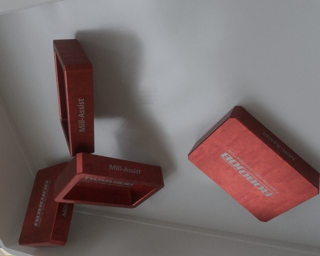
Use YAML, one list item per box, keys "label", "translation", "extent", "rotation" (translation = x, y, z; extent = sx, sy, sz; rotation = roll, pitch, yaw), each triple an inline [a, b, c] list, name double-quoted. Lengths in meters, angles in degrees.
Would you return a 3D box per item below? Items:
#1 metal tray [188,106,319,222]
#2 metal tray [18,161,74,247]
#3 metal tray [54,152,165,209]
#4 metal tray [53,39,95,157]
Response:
- label: "metal tray"
  translation: [0.111, 0.047, 0.375]
  extent: [0.130, 0.030, 0.090]
  rotation: [41, 129, 0]
- label: "metal tray"
  translation: [-0.184, 0.129, 0.519]
  extent: [0.090, 0.130, 0.030]
  rotation: [-18, 144, 34]
- label: "metal tray"
  translation: [-0.071, 0.079, 0.440]
  extent: [0.131, 0.030, 0.090]
  rotation: [15, 138, -33]
- label: "metal tray"
  translation: [-0.112, -0.039, 0.404]
  extent: [0.090, 0.030, 0.129]
  rotation: [-126, 35, -47]
